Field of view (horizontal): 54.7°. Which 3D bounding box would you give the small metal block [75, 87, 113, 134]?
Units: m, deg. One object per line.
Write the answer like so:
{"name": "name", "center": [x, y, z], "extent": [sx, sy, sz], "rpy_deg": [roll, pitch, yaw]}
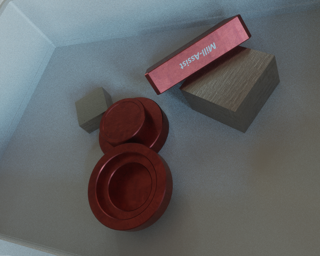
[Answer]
{"name": "small metal block", "center": [-0.098, -0.027, 0.472], "extent": [0.050, 0.025, 0.050], "rpy_deg": [-28, 52, 10]}

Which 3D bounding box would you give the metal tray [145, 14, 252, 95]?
{"name": "metal tray", "center": [0.044, -0.096, 0.405], "extent": [0.130, 0.030, 0.090], "rpy_deg": [-31, 13, 7]}

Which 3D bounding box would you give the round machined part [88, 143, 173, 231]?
{"name": "round machined part", "center": [-0.031, 0.070, 0.361], "extent": [0.098, 0.042, 0.098], "rpy_deg": [-9, 66, 20]}

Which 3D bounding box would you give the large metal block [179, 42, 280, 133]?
{"name": "large metal block", "center": [0.085, -0.052, 0.376], "extent": [0.080, 0.050, 0.080], "rpy_deg": [29, 77, 37]}

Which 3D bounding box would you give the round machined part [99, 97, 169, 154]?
{"name": "round machined part", "center": [-0.041, -0.001, 0.416], "extent": [0.098, 0.042, 0.098], "rpy_deg": [-13, 56, 20]}
